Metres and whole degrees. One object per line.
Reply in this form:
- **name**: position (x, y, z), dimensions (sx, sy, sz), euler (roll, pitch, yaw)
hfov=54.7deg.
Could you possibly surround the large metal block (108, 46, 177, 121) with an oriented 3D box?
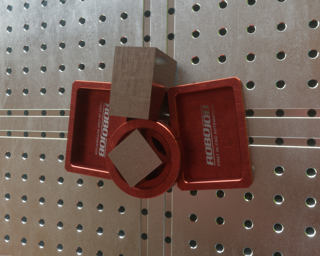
- **large metal block**: position (-0.018, -0.052, 0.386), dimensions (0.050, 0.080, 0.079), euler (7, 92, 20)

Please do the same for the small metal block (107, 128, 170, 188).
- **small metal block**: position (-0.026, 0.036, 0.373), dimensions (0.050, 0.025, 0.050), euler (-41, 77, 15)

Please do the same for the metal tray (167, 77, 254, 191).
- **metal tray**: position (0.062, 0.009, 0.384), dimensions (0.090, 0.030, 0.129), euler (-7, 88, 19)

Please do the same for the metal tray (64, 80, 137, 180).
- **metal tray**: position (-0.082, 0.002, 0.434), dimensions (0.090, 0.030, 0.129), euler (7, 92, 19)

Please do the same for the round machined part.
- **round machined part**: position (-0.015, 0.037, 0.395), dimensions (0.098, 0.042, 0.097), euler (0, 90, 19)
